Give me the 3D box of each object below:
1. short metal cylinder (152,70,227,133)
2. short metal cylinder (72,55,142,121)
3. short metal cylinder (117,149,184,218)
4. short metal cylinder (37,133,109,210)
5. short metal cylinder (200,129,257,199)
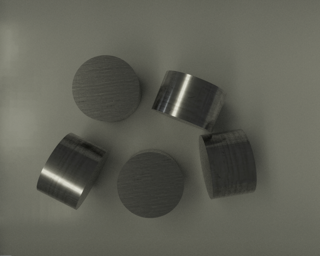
[{"bbox_3d":[0.036,-0.032,0.384,0.080,0.080,0.050,22,90,-1],"label":"short metal cylinder"},{"bbox_3d":[-0.065,-0.048,0.396,0.081,0.050,0.079,0,90,-1],"label":"short metal cylinder"},{"bbox_3d":[-0.011,0.069,0.397,0.081,0.050,0.079,0,90,-1],"label":"short metal cylinder"},{"bbox_3d":[-0.105,0.052,0.380,0.050,0.080,0.080,27,90,-1],"label":"short metal cylinder"},{"bbox_3d":[0.081,0.044,0.383,0.050,0.080,0.080,-9,90,0],"label":"short metal cylinder"}]
